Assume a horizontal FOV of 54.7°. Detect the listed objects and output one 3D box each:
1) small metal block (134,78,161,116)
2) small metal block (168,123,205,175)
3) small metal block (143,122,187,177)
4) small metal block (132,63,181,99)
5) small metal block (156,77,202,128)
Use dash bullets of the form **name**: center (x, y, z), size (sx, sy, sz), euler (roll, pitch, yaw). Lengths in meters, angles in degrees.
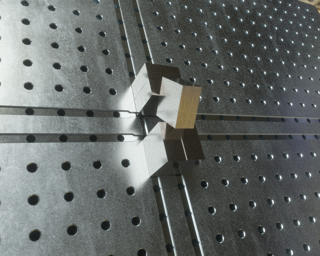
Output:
- **small metal block**: center (0.000, -0.039, 0.417), size (0.050, 0.050, 0.025), euler (2, 61, -28)
- **small metal block**: center (0.027, 0.026, 0.391), size (0.025, 0.050, 0.050), euler (1, 61, -28)
- **small metal block**: center (0.004, 0.027, 0.379), size (0.025, 0.050, 0.050), euler (1, 61, -28)
- **small metal block**: center (-0.005, -0.062, 0.428), size (0.050, 0.050, 0.025), euler (2, 61, -28)
- **small metal block**: center (0.021, -0.031, 0.371), size (0.025, 0.050, 0.050), euler (0, 19, -28)
